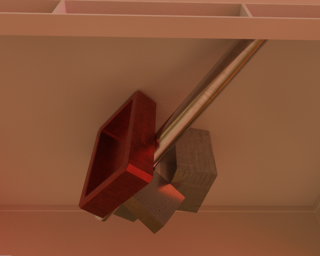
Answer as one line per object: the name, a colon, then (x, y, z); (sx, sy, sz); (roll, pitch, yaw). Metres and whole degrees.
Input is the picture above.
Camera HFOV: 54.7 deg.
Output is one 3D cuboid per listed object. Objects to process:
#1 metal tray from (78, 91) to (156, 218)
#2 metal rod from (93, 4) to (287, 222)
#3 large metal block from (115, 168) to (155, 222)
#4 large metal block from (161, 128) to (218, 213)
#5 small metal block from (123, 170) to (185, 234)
metal tray: (-0.046, 0.026, 0.360); (0.030, 0.130, 0.090); (34, 123, -24)
metal rod: (0.022, -0.006, 0.344); (0.025, 0.025, 0.299); (34, 105, -26)
large metal block: (-0.054, 0.073, 0.434); (0.080, 0.080, 0.050); (29, 124, -23)
large metal block: (0.035, 0.055, 0.420); (0.050, 0.080, 0.079); (10, 129, -9)
small metal block: (-0.006, 0.087, 0.367); (0.050, 0.050, 0.025); (42, 133, 6)
